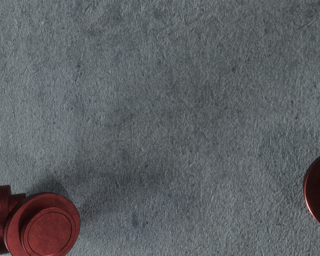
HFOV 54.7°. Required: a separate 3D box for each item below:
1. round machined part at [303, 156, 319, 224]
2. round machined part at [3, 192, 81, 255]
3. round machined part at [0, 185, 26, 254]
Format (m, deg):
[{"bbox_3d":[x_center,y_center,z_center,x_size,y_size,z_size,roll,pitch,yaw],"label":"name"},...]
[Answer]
[{"bbox_3d":[0.207,0.070,0.327,0.098,0.042,0.097,0,90,20],"label":"round machined part"},{"bbox_3d":[-0.155,0.139,0.422,0.042,0.099,0.097,-3,89,54],"label":"round machined part"},{"bbox_3d":[-0.221,0.133,0.459,0.042,0.098,0.097,-3,89,-23],"label":"round machined part"}]
